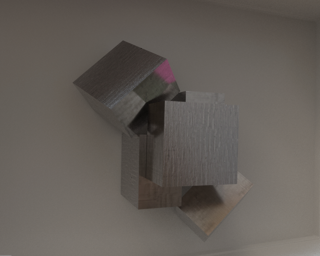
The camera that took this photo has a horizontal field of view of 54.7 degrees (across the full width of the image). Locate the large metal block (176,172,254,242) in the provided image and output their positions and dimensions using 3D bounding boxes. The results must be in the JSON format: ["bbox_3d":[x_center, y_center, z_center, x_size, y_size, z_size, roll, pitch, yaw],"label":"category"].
[{"bbox_3d":[0.067,0.094,0.396,0.080,0.080,0.050,-43,69,-15],"label":"large metal block"}]

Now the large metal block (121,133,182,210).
[{"bbox_3d":[-0.013,0.047,0.375,0.050,0.080,0.080,1,90,-20],"label":"large metal block"}]

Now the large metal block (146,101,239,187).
[{"bbox_3d":[0.033,0.015,0.322,0.081,0.050,0.080,2,90,-20],"label":"large metal block"}]

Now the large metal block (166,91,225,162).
[{"bbox_3d":[0.038,-0.001,0.392,0.050,0.080,0.080,1,90,-20],"label":"large metal block"}]

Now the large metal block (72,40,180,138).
[{"bbox_3d":[-0.038,-0.047,0.358,0.080,0.080,0.050,-45,139,-15],"label":"large metal block"}]
